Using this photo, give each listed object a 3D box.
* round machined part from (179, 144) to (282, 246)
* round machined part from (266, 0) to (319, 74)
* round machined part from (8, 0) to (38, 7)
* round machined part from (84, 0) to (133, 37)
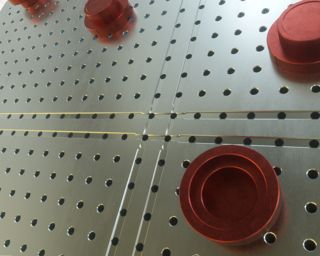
[{"bbox_3d":[0.073,0.069,0.317,0.098,0.042,0.098,-13,56,21],"label":"round machined part"},{"bbox_3d":[0.180,-0.117,0.375,0.098,0.042,0.098,-13,56,21],"label":"round machined part"},{"bbox_3d":[-0.343,-0.350,0.795,0.098,0.042,0.098,-13,56,21],"label":"round machined part"},{"bbox_3d":[-0.105,-0.225,0.592,0.098,0.042,0.098,-13,56,21],"label":"round machined part"}]
